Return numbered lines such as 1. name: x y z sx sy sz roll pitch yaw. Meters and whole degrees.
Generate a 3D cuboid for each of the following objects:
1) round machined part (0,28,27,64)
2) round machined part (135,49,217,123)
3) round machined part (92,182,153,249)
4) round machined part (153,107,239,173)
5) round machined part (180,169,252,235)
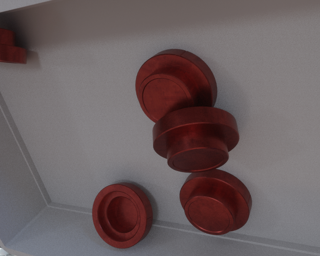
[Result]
1. round machined part: -0.233 -0.113 0.418 0.098 0.098 0.042 9 99 23
2. round machined part: 0.014 -0.040 0.365 0.098 0.042 0.097 13 124 20
3. round machined part: -0.055 0.135 0.490 0.098 0.042 0.097 -1 88 25
4. round machined part: 0.041 0.020 0.355 0.099 0.042 0.098 -3 150 -1
5. round machined part: 0.072 0.107 0.425 0.098 0.042 0.097 13 124 20
